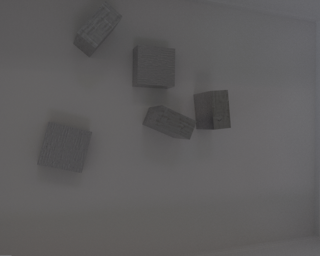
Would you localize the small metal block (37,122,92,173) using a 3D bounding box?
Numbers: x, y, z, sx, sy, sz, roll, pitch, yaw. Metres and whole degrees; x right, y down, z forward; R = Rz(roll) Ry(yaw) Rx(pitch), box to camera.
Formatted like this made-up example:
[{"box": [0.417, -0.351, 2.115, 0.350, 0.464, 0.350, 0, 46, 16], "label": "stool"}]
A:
[{"box": [-0.113, 0.023, 0.369, 0.050, 0.025, 0.050, 15, 85, -20], "label": "small metal block"}]

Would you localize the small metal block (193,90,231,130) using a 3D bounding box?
[{"box": [0.070, -0.024, 0.423, 0.025, 0.050, 0.050, -6, 92, -20], "label": "small metal block"}]

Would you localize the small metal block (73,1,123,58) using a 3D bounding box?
[{"box": [-0.075, -0.116, 0.369, 0.025, 0.050, 0.050, 40, 77, -16], "label": "small metal block"}]

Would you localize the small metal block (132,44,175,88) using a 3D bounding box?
[{"box": [-0.008, -0.079, 0.407, 0.050, 0.025, 0.050, 1, 90, -20], "label": "small metal block"}]

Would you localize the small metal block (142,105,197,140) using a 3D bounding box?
[{"box": [0.011, -0.007, 0.401, 0.050, 0.050, 0.025, 24, 82, -19], "label": "small metal block"}]
